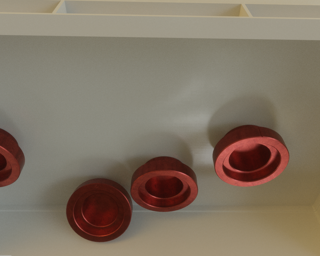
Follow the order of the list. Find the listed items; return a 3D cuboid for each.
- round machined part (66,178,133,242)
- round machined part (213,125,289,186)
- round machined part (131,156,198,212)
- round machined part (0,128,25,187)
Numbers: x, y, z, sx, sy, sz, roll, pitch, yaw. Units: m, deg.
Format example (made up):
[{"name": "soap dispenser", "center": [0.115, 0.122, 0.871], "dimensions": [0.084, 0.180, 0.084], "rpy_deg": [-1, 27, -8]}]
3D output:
[{"name": "round machined part", "center": [-0.092, 0.124, 0.485], "dimensions": [0.099, 0.042, 0.097], "rpy_deg": [0, 103, 0]}, {"name": "round machined part", "center": [0.122, 0.034, 0.429], "dimensions": [0.099, 0.042, 0.097], "rpy_deg": [-1, 130, 0]}, {"name": "round machined part", "center": [0.006, 0.081, 0.467], "dimensions": [0.099, 0.042, 0.097], "rpy_deg": [-1, 130, 0]}, {"name": "round machined part", "center": [-0.236, 0.035, 0.424], "dimensions": [0.099, 0.042, 0.097], "rpy_deg": [-1, 130, 0]}]
